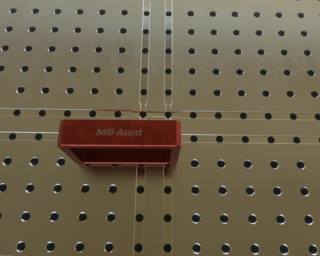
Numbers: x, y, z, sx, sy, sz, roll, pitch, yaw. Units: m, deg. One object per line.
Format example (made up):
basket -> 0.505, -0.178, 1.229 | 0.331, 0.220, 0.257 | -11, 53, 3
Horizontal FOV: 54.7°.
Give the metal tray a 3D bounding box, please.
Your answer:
metal tray -> -0.043, 0.020, 0.369 | 0.131, 0.090, 0.030 | 0, 70, 0
